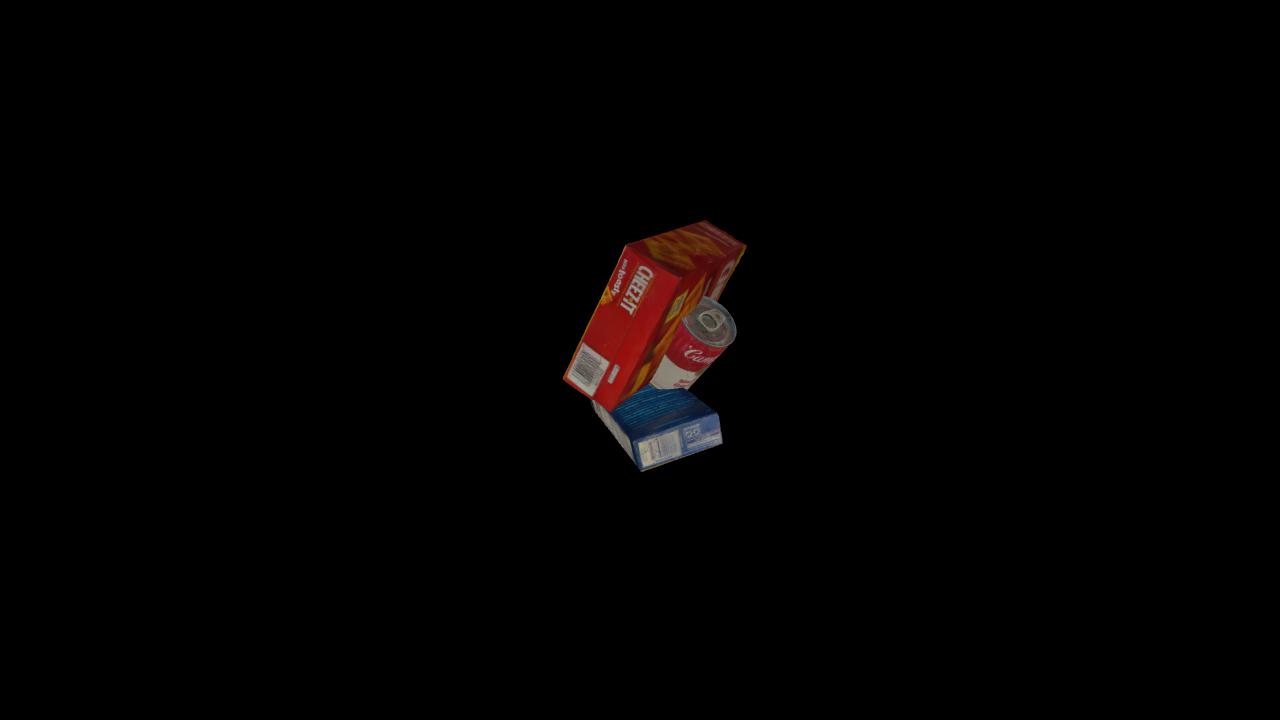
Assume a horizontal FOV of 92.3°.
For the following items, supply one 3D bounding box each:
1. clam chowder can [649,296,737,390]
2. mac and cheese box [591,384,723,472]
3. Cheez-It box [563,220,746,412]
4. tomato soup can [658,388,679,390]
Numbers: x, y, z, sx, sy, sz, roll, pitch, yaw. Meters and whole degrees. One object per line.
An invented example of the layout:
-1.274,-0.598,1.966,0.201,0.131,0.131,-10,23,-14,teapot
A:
0.050,-0.014,0.677,0.068,0.068,0.102,0,-33,-31,clam chowder can
0.009,0.057,0.684,0.093,0.041,0.184,-18,20,-13,mac and cheese box
0.025,-0.056,0.679,0.071,0.166,0.223,34,28,12,Cheez-It box
0.009,-0.035,0.754,0.068,0.068,0.101,0,-42,-34,tomato soup can
